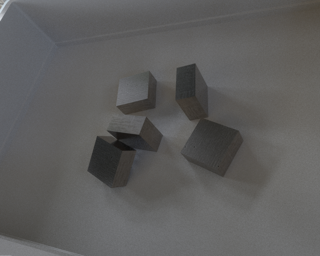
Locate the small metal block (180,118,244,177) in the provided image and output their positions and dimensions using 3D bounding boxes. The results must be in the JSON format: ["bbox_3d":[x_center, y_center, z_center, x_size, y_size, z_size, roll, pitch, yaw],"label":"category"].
[{"bbox_3d":[0.061,0.022,0.361,0.050,0.025,0.050,22,74,36],"label":"small metal block"}]

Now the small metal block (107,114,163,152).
[{"bbox_3d":[-0.032,0.006,0.403,0.050,0.050,0.025,6,65,31],"label":"small metal block"}]

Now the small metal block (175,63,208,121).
[{"bbox_3d":[0.042,-0.045,0.396,0.025,0.050,0.050,-10,57,23],"label":"small metal block"}]

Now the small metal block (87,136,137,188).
[{"bbox_3d":[-0.063,0.043,0.400,0.050,0.025,0.050,25,103,37],"label":"small metal block"}]

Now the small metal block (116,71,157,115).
[{"bbox_3d":[-0.034,-0.051,0.455,0.050,0.025,0.050,-11,57,22],"label":"small metal block"}]
